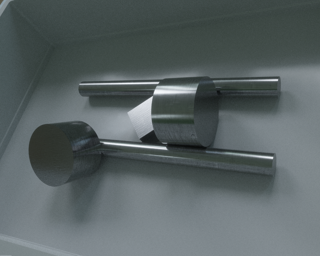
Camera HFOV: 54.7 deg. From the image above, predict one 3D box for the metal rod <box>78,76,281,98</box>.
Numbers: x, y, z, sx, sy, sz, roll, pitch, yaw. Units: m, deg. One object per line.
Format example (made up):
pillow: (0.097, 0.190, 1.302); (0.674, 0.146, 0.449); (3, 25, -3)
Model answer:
metal rod: (0.007, -0.055, 0.432); (0.300, 0.025, 0.025); (3, 64, 29)

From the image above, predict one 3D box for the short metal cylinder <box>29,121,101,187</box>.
short metal cylinder: (-0.125, 0.032, 0.410); (0.080, 0.050, 0.079); (4, 98, 29)

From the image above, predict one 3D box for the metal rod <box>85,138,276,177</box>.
metal rod: (-0.014, 0.031, 0.390); (0.300, 0.025, 0.025); (3, 63, 29)

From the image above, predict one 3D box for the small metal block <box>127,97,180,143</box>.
small metal block: (-0.009, -0.011, 0.414); (0.050, 0.025, 0.050); (-33, 52, 6)

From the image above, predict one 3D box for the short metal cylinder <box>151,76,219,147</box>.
short metal cylinder: (0.032, -0.019, 0.363); (0.050, 0.080, 0.080); (2, 63, 29)
